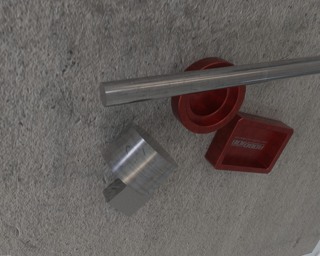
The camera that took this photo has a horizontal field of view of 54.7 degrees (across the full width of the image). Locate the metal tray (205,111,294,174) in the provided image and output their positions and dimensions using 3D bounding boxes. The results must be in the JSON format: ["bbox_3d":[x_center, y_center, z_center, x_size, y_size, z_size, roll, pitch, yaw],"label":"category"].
[{"bbox_3d":[0.145,0.026,0.499,0.131,0.030,0.089,9,114,-33],"label":"metal tray"}]

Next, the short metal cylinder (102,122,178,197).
[{"bbox_3d":[-0.024,0.038,0.382,0.050,0.080,0.080,-46,129,4],"label":"short metal cylinder"}]

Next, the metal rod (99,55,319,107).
[{"bbox_3d":[0.081,-0.059,0.360,0.303,0.025,0.025,-11,123,-23],"label":"metal rod"}]

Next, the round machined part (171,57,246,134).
[{"bbox_3d":[0.058,-0.045,0.400,0.099,0.042,0.097,-14,124,-21],"label":"round machined part"}]

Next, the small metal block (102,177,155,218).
[{"bbox_3d":[-0.044,0.093,0.440,0.050,0.025,0.050,-42,130,0],"label":"small metal block"}]
